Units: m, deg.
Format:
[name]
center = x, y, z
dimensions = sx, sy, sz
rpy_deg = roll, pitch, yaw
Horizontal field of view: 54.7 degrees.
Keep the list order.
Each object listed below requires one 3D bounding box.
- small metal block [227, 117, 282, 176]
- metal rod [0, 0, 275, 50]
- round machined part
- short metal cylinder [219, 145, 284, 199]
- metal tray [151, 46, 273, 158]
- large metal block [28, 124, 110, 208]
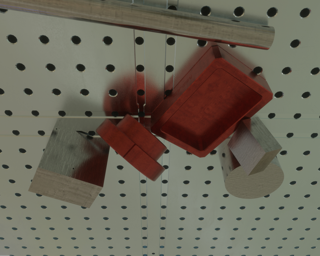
[small metal block]
center = 0.115, 0.023, 0.384
dimensions = 0.025, 0.050, 0.050
rpy_deg = -12, 144, -23
[metal rod]
center = -0.032, -0.114, 0.314
dimensions = 0.302, 0.025, 0.025
rpy_deg = 7, 130, -7
[round machined part]
center = -0.030, 0.019, 0.391
dimensions = 0.042, 0.098, 0.098
rpy_deg = -49, 121, -5
[short metal cylinder]
center = 0.130, 0.057, 0.446
dimensions = 0.081, 0.050, 0.079
rpy_deg = -1, 131, 0
[metal tray]
center = 0.060, -0.026, 0.387
dimensions = 0.090, 0.030, 0.129
rpy_deg = 29, 124, -23
[large metal block]
center = -0.118, 0.051, 0.417
dimensions = 0.080, 0.080, 0.050
rpy_deg = 22, 127, -18
